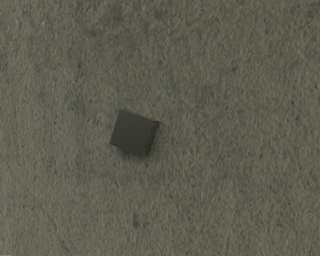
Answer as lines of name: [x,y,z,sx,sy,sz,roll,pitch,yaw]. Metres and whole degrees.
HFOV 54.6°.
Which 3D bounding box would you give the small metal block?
small metal block: [-0.035,0.006,0.422,0.050,0.025,0.050,20,97,19]
